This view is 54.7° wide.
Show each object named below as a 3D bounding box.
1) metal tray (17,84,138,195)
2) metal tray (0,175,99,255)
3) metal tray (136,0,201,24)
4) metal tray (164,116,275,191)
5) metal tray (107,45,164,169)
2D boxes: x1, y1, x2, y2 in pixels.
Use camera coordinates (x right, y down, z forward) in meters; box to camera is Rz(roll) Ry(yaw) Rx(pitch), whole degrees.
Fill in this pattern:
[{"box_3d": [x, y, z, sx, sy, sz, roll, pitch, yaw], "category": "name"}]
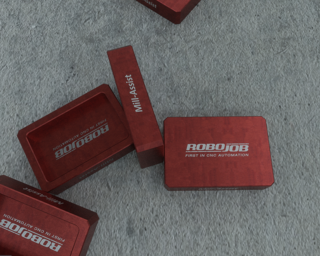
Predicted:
[{"box_3d": [-0.101, 0.013, 0.393, 0.131, 0.030, 0.090, -30, 73, -5], "category": "metal tray"}, {"box_3d": [-0.145, 0.117, 0.345, 0.131, 0.030, 0.090, 20, 92, 7], "category": "metal tray"}, {"box_3d": [0.003, -0.232, 0.490, 0.130, 0.030, 0.090, 35, 74, 12], "category": "metal tray"}, {"box_3d": [0.070, 0.032, 0.394, 0.131, 0.030, 0.090, -1, 70, -1], "category": "metal tray"}, {"box_3d": [-0.029, -0.023, 0.381, 0.030, 0.090, 0.130, -16, 71, -6], "category": "metal tray"}]
